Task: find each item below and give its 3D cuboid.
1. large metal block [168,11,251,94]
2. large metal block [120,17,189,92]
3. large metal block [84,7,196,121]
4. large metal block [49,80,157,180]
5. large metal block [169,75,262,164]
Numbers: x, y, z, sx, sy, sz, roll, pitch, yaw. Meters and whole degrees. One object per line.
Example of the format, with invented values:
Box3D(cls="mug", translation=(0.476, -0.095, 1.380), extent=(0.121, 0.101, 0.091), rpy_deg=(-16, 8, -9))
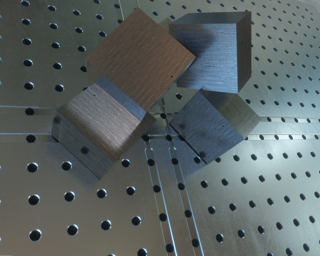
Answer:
Box3D(cls="large metal block", translation=(0.063, -0.092, 0.374), extent=(0.080, 0.079, 0.050), rpy_deg=(11, 37, 30))
Box3D(cls="large metal block", translation=(-0.008, -0.091, 0.424), extent=(0.050, 0.080, 0.080), rpy_deg=(41, 51, -1))
Box3D(cls="large metal block", translation=(-0.022, -0.067, 0.338), extent=(0.080, 0.050, 0.080), rpy_deg=(41, 76, -1))
Box3D(cls="large metal block", translation=(-0.065, -0.002, 0.359), extent=(0.080, 0.050, 0.080), rpy_deg=(43, 51, 1))
Box3D(cls="large metal block", translation=(0.072, -0.010, 0.417), extent=(0.080, 0.080, 0.050), rpy_deg=(47, 51, 4))
